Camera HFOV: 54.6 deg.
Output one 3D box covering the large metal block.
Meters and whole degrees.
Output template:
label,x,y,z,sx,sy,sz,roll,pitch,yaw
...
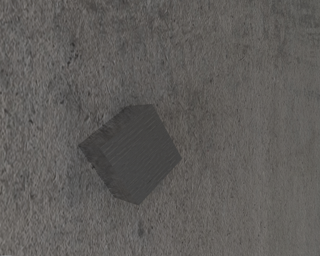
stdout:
label,x,y,z,sx,sy,sz,roll,pitch,yaw
large metal block,-0.032,0.028,0.361,0.080,0.050,0.080,-43,116,-31
